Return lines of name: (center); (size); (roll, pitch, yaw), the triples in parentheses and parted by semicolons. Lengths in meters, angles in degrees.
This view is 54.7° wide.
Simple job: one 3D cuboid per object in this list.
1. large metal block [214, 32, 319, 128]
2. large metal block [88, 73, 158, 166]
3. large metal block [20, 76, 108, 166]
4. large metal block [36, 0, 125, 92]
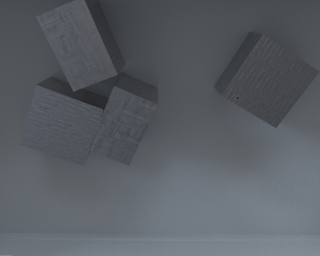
large metal block: (0.126, -0.059, 0.378); (0.080, 0.050, 0.080); (29, 107, -11)
large metal block: (-0.042, -0.014, 0.376); (0.050, 0.080, 0.079); (23, 108, -9)
large metal block: (-0.118, -0.009, 0.393); (0.080, 0.050, 0.079); (20, 109, -8)
large metal block: (-0.082, -0.095, 0.346); (0.050, 0.080, 0.080); (-20, 109, 7)
